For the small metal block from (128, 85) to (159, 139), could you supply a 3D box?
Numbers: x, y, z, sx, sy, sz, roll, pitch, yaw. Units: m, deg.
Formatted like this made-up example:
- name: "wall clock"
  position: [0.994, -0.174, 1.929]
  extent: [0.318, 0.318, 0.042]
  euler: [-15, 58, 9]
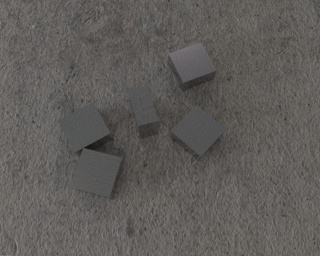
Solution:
- name: "small metal block"
  position: [-0.021, -0.020, 0.402]
  extent: [0.025, 0.050, 0.050]
  euler: [-15, 71, -5]

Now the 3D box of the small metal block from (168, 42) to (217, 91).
- name: "small metal block"
  position: [0.045, -0.087, 0.440]
  extent: [0.050, 0.025, 0.050]
  euler: [-22, 72, -8]

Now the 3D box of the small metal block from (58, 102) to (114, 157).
- name: "small metal block"
  position: [-0.097, 0.003, 0.406]
  extent: [0.050, 0.025, 0.050]
  euler: [-29, 73, -10]

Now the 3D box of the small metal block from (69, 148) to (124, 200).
- name: "small metal block"
  position: [-0.077, 0.057, 0.386]
  extent: [0.050, 0.025, 0.050]
  euler: [14, 71, 5]

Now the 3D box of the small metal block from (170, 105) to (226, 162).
- name: "small metal block"
  position: [0.049, 0.007, 0.406]
  extent: [0.050, 0.025, 0.050]
  euler: [41, 75, 13]
